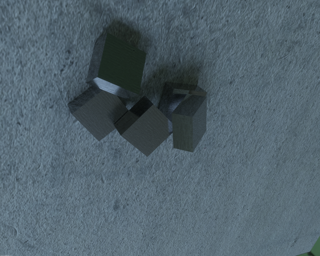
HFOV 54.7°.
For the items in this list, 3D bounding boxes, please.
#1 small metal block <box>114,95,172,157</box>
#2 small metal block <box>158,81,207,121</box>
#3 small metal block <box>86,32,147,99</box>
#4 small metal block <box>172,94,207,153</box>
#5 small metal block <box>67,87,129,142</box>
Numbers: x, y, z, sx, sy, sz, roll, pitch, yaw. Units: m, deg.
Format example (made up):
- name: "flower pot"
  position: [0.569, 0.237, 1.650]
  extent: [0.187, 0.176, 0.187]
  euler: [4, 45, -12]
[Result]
- name: "small metal block"
  position: [-0.016, -0.002, 0.366]
  extent: [0.050, 0.025, 0.050]
  euler: [-44, 130, 2]
- name: "small metal block"
  position: [0.027, -0.031, 0.406]
  extent: [0.050, 0.025, 0.050]
  euler: [2, 118, -30]
- name: "small metal block"
  position: [-0.046, -0.064, 0.330]
  extent: [0.050, 0.025, 0.050]
  euler: [20, 71, -36]
- name: "small metal block"
  position: [0.037, -0.007, 0.377]
  extent: [0.050, 0.025, 0.050]
  euler: [-51, 145, -48]
- name: "small metal block"
  position: [-0.069, -0.021, 0.358]
  extent: [0.050, 0.025, 0.050]
  euler: [-38, 130, -3]
